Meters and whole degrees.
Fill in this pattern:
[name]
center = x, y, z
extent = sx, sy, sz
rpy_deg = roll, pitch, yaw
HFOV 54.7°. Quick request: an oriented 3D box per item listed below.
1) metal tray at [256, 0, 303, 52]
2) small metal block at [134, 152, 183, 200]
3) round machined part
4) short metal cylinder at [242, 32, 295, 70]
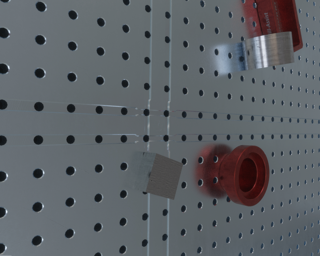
[metal tray]
center = 0.233, -0.207, 0.601
extent = 0.091, 0.030, 0.129
rpy_deg = -29, 108, -36
[small metal block]
center = -0.001, 0.063, 0.409
extent = 0.050, 0.025, 0.050
rpy_deg = 25, 74, -37
[round machined part]
center = 0.136, 0.077, 0.513
extent = 0.099, 0.042, 0.097
rpy_deg = 0, 90, -40
[short metal cylinder]
center = 0.184, -0.130, 0.528
extent = 0.081, 0.080, 0.050
rpy_deg = -16, 101, -39
